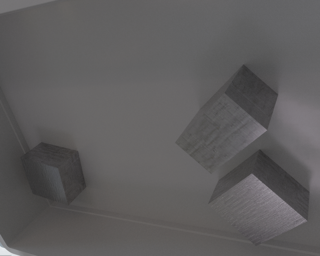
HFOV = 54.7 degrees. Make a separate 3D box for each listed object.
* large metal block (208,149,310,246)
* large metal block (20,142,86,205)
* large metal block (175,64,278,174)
[{"bbox_3d":[0.121,0.087,0.382,0.080,0.050,0.080,41,129,0],"label":"large metal block"},{"bbox_3d":[-0.183,0.078,0.538,0.080,0.050,0.079,10,123,22],"label":"large metal block"},{"bbox_3d":[0.072,-0.010,0.329,0.050,0.080,0.080,41,129,0],"label":"large metal block"}]
